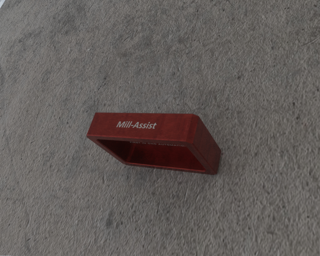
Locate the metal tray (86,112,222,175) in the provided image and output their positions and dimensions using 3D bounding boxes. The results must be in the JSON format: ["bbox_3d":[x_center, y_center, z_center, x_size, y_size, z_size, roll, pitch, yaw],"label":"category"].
[{"bbox_3d":[-0.006,0.018,0.355,0.130,0.090,0.030,2,63,29],"label":"metal tray"}]
